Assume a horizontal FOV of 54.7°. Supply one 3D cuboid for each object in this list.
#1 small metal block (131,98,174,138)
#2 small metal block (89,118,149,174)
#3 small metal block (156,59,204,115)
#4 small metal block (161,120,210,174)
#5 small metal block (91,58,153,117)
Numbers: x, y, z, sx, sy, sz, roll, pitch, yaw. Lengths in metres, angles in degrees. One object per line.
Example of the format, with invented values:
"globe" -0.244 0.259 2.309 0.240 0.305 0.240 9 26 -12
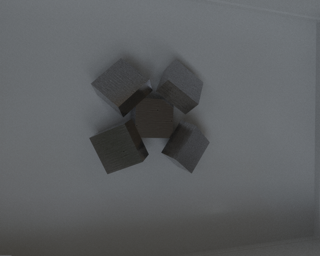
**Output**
"small metal block" -0.011 -0.012 0.404 0.050 0.025 0.050 2 90 -20
"small metal block" -0.049 0.022 0.378 0.050 0.025 0.050 -21 99 19
"small metal block" 0.027 -0.054 0.405 0.050 0.025 0.050 37 41 -17
"small metal block" 0.035 0.026 0.409 0.050 0.025 0.050 -58 141 -11
"small metal block" -0.046 -0.050 0.378 0.050 0.025 0.050 40 75 23
